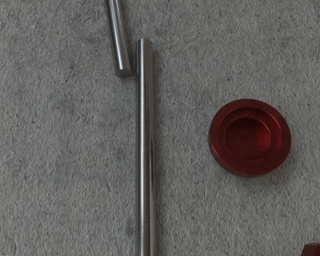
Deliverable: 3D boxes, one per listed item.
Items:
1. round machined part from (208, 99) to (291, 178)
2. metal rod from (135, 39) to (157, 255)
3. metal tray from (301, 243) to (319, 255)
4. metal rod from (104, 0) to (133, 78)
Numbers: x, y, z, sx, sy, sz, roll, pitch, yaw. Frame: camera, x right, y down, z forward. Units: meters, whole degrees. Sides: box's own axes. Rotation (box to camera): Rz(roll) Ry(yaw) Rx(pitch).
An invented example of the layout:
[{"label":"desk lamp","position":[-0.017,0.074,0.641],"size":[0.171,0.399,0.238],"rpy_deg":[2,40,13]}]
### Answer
[{"label":"round machined part","position":[0.110,0.016,0.394],"size":[0.099,0.042,0.098],"rpy_deg":[0,70,0]},{"label":"metal rod","position":[-0.019,0.017,0.401],"size":[0.025,0.025,0.299],"rpy_deg":[-1,70,-1]},{"label":"metal tray","position":[0.211,0.198,0.335],"size":[0.130,0.030,0.090],"rpy_deg":[28,72,9]},{"label":"metal rod","position":[-0.078,-0.215,0.486],"size":[0.025,0.025,0.299],"rpy_deg":[-10,70,-4]}]
